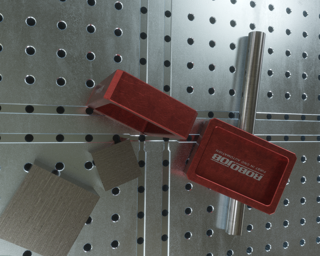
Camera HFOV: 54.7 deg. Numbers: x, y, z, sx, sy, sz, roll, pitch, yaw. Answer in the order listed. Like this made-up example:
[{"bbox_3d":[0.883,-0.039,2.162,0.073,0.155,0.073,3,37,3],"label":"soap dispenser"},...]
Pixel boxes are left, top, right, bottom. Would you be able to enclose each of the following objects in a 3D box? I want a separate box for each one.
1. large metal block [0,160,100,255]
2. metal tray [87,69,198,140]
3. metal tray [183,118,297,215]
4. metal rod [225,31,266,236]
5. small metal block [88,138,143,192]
[{"bbox_3d":[-0.128,0.092,0.353,0.080,0.050,0.080,32,79,-18],"label":"large metal block"},{"bbox_3d":[-0.027,-0.021,0.348,0.090,0.130,0.030,27,81,-19],"label":"metal tray"},{"bbox_3d":[0.110,0.052,0.429,0.131,0.030,0.090,24,86,-3],"label":"metal tray"},{"bbox_3d":[0.127,0.006,0.461,0.025,0.025,0.298,9,87,-20],"label":"metal rod"},{"bbox_3d":[-0.056,0.045,0.393,0.050,0.025,0.050,-21,97,-19],"label":"small metal block"}]
